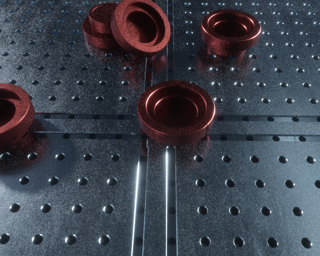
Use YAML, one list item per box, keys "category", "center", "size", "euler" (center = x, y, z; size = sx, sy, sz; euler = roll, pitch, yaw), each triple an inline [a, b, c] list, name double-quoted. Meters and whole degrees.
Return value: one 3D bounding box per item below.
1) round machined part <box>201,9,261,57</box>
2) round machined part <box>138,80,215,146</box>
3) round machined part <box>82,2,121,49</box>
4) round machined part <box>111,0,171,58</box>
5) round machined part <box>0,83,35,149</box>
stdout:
- category: "round machined part"
  center: [0.118, -0.159, 0.531]
  size: [0.099, 0.042, 0.098]
  euler: [0, 50, 0]
- category: "round machined part"
  center: [0.021, -0.015, 0.410]
  size: [0.099, 0.042, 0.098]
  euler: [0, 50, 0]
- category: "round machined part"
  center: [-0.090, -0.188, 0.555]
  size: [0.099, 0.042, 0.098]
  euler: [0, 50, 0]
- category: "round machined part"
  center: [-0.035, -0.162, 0.512]
  size: [0.099, 0.042, 0.098]
  euler: [7, 75, -28]
- category: "round machined part"
  center: [-0.214, -0.011, 0.405]
  size: [0.099, 0.042, 0.098]
  euler: [0, 50, 0]
